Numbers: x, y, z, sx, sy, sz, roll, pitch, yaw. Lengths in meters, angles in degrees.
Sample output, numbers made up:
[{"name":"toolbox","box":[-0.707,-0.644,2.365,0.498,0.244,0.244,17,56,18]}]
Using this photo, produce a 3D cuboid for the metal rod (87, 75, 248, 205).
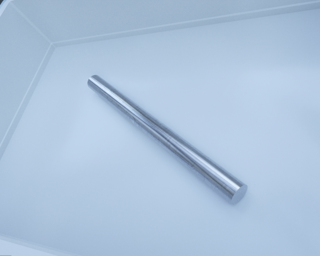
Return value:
[{"name":"metal rod","box":[-0.012,-0.003,0.410,0.025,0.025,0.300,-48,52,-6]}]
